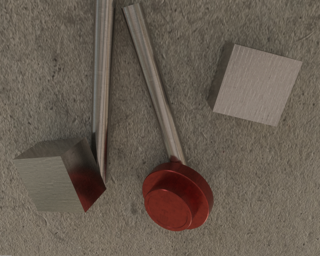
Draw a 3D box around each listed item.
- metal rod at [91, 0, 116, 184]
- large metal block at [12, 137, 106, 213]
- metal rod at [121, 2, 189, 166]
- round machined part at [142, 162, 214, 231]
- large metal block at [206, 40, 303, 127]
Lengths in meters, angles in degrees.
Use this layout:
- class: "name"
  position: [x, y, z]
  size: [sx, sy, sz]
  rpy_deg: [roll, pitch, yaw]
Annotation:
- class: "metal rod"
  position: [-0.071, -0.065, 0.384]
  size: [0.025, 0.025, 0.298]
  rpy_deg: [5, 110, -2]
- class: "large metal block"
  position: [-0.128, 0.061, 0.403]
  size: [0.080, 0.050, 0.080]
  rpy_deg: [-6, 112, 26]
- class: "metal rod"
  position: [0.009, -0.007, 0.407]
  size: [0.025, 0.025, 0.298]
  rpy_deg: [-15, 110, 5]
- class: "round machined part"
  position: [0.018, 0.098, 0.416]
  size: [0.098, 0.042, 0.097]
  rpy_deg: [13, 121, 23]
- class: "large metal block"
  position: [0.110, -0.055, 0.378]
  size: [0.081, 0.050, 0.079]
  rpy_deg: [13, 110, -5]
